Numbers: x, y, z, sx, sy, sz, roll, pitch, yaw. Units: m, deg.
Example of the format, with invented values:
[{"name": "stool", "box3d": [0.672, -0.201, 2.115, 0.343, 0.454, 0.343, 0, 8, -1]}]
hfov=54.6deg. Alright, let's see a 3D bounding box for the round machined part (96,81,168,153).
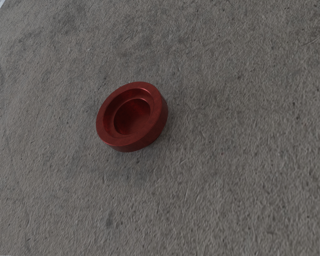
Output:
[{"name": "round machined part", "box3d": [-0.033, -0.011, 0.418, 0.098, 0.042, 0.098, -13, 56, 21]}]
